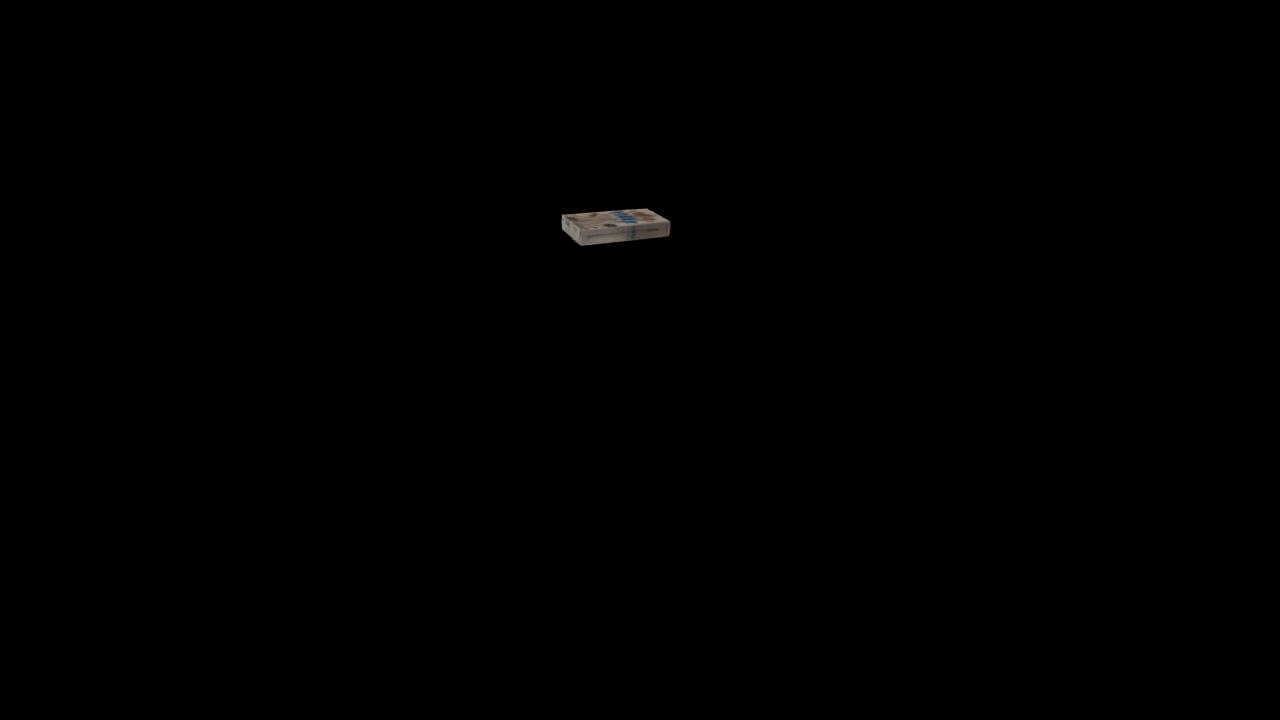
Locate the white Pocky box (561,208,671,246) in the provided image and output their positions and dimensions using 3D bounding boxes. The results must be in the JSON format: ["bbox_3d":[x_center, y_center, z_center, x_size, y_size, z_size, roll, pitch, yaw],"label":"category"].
[{"bbox_3d":[-0.038,-0.211,0.969,0.154,0.028,0.084,-11,32,-24],"label":"white Pocky box"}]
